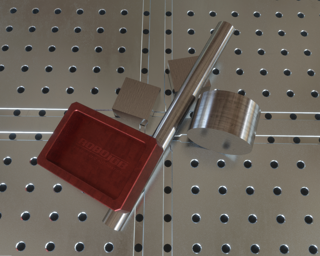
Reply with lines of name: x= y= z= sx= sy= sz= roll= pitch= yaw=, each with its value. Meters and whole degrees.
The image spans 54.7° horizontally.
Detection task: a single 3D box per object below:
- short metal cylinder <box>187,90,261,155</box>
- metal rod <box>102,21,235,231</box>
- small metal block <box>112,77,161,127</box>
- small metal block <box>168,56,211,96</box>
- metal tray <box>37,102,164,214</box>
short metal cylinder: x=0.079 y=-0.005 z=0.385 sx=0.080 sy=0.080 sz=0.050 roll=17 pitch=71 yaw=6
metal rod: x=0.016 y=-0.011 z=0.396 sx=0.025 sy=0.025 sz=0.300 roll=29 pitch=79 yaw=9
small metal block: x=-0.031 y=-0.036 z=0.424 sx=0.050 sy=0.025 sz=0.050 roll=19 pitch=71 yaw=6
small metal block: x=0.040 y=-0.072 z=0.438 sx=0.050 sy=0.025 sz=0.050 roll=-10 pitch=70 yaw=-4
metal tray: x=-0.073 y=0.032 z=0.374 sx=0.130 sy=0.030 sz=0.090 roll=24 pitch=78 yaw=23
